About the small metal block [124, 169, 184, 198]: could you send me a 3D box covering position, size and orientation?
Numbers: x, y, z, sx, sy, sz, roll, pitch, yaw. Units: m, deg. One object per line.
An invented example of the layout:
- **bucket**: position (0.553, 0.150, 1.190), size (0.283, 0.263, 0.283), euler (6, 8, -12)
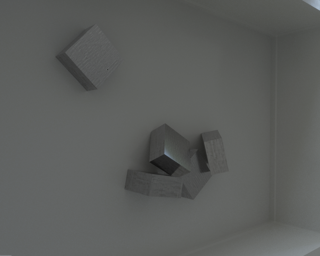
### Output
- **small metal block**: position (-0.007, 0.069, 0.384), size (0.050, 0.050, 0.025), euler (14, 81, -39)

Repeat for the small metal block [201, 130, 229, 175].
- **small metal block**: position (0.080, 0.035, 0.455), size (0.050, 0.025, 0.050), euler (-75, 152, -77)

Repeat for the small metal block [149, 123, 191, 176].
- **small metal block**: position (0.014, 0.030, 0.403), size (0.050, 0.025, 0.050), euler (36, 38, -32)

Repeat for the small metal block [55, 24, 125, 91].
- **small metal block**: position (-0.076, -0.077, 0.343), size (0.050, 0.025, 0.050), euler (51, 60, -28)

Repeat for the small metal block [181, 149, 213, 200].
- **small metal block**: position (0.042, 0.065, 0.442), size (0.050, 0.025, 0.050), euler (-45, 117, -31)
